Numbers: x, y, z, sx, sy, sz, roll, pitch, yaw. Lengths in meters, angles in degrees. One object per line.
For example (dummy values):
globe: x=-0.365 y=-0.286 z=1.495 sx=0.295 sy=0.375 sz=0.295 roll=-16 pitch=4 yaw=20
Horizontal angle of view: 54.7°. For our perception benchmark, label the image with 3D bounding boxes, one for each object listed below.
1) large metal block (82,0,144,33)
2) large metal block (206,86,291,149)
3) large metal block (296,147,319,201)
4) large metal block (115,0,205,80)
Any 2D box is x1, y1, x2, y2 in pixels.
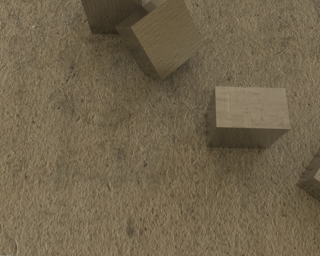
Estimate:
large metal block: x=-0.064 y=-0.182 z=0.444 sx=0.080 sy=0.080 sz=0.050 roll=1 pitch=68 yaw=0
large metal block: x=0.103 y=-0.010 z=0.383 sx=0.080 sy=0.080 sz=0.050 roll=2 pitch=70 yaw=0
large metal block: x=0.230 y=0.058 z=0.375 sx=0.080 sy=0.050 sz=0.080 roll=37 pitch=74 yaw=12
large metal block: x=0.001 y=-0.124 z=0.417 sx=0.080 sy=0.080 sz=0.050 roll=-41 pitch=32 yaw=-13
